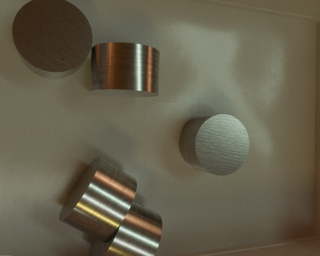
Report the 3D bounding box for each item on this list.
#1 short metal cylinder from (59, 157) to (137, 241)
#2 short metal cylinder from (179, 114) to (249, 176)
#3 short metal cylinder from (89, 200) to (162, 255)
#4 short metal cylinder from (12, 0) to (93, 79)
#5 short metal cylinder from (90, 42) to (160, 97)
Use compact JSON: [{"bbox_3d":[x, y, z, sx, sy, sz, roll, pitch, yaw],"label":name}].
[{"bbox_3d":[-0.070,0.080,0.355,0.050,0.080,0.080,35,79,-17],"label":"short metal cylinder"},{"bbox_3d":[0.073,0.022,0.424,0.081,0.050,0.080,0,90,-20],"label":"short metal cylinder"},{"bbox_3d":[-0.041,0.128,0.366,0.050,0.080,0.080,31,80,-18],"label":"short metal cylinder"},{"bbox_3d":[-0.121,-0.099,0.352,0.081,0.050,0.080,0,90,-20],"label":"short metal cylinder"},{"bbox_3d":[-0.041,-0.065,0.366,0.081,0.080,0.050,2,90,-20],"label":"short metal cylinder"}]
